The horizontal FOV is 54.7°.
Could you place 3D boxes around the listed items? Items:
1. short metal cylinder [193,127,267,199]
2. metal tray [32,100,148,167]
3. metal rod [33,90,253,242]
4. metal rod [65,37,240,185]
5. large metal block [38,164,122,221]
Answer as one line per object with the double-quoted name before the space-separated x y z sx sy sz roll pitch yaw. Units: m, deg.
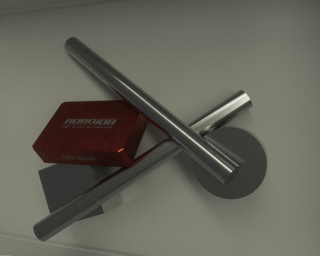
"short metal cylinder" 0.084 0.038 0.365 0.080 0.050 0.079 0 90 19
"metal tray" -0.088 0.004 0.407 0.130 0.030 0.090 0 46 21
"metal rod" -0.022 0.047 0.377 0.301 0.025 0.025 -33 79 2
"metal rod" -0.028 -0.037 0.387 0.300 0.025 0.025 40 103 28
"large metal block" -0.110 0.083 0.430 0.080 0.050 0.080 -20 84 18
